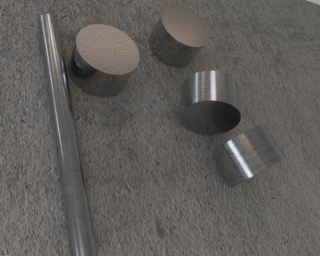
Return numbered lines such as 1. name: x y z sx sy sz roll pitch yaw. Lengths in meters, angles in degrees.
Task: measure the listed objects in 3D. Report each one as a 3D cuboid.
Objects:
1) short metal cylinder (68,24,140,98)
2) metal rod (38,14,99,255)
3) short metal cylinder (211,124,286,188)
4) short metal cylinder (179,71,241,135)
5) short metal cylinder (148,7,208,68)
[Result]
1. short metal cylinder: -0.073 -0.087 0.401 0.081 0.050 0.080 14 56 -21
2. metal rod: -0.109 -0.010 0.350 0.025 0.025 0.299 -2 63 -29
3. short metal cylinder: 0.115 0.037 0.408 0.081 0.080 0.050 -18 72 -35
4. short metal cylinder: 0.068 -0.033 0.425 0.081 0.080 0.050 17 55 -19
5. short metal cylinder: 0.029 -0.143 0.490 0.081 0.050 0.080 14 56 -21
